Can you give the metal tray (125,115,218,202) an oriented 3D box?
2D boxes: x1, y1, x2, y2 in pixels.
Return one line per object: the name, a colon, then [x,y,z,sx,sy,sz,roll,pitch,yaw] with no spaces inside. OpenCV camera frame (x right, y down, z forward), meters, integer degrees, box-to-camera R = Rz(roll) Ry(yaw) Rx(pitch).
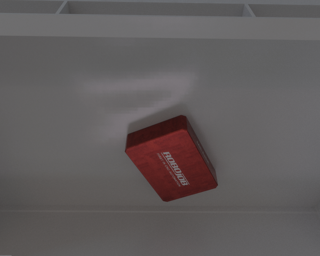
metal tray: [0.020,0.049,0.448,0.090,0.030,0.130,-20,128,16]
